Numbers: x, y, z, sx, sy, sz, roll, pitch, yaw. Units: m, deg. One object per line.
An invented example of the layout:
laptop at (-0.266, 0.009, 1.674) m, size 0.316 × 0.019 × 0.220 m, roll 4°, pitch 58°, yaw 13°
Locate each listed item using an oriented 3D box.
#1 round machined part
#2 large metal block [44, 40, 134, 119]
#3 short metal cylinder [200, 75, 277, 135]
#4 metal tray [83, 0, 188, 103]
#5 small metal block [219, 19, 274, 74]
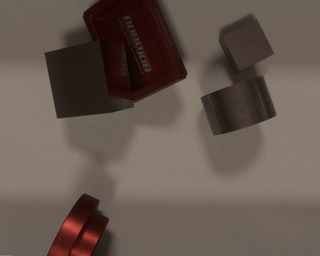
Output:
round machined part at (-0.095, 0.133, 0.374) m, size 0.042 × 0.098 × 0.098 m, roll 25°, pitch 90°, yaw 0°
large metal block at (-0.085, -0.058, 0.378) m, size 0.080 × 0.050 × 0.079 m, roll -5°, pitch 99°, yaw 26°
short metal cylinder at (0.097, -0.027, 0.385) m, size 0.080 × 0.080 × 0.050 m, roll -19°, pitch 90°, yaw 0°
metal tray at (-0.032, -0.105, 0.388) m, size 0.090 × 0.030 × 0.129 m, roll -23°, pitch 91°, yaw 28°
small metal block at (0.114, -0.107, 0.413) m, size 0.050 × 0.025 × 0.050 m, roll -27°, pitch 90°, yaw -1°
